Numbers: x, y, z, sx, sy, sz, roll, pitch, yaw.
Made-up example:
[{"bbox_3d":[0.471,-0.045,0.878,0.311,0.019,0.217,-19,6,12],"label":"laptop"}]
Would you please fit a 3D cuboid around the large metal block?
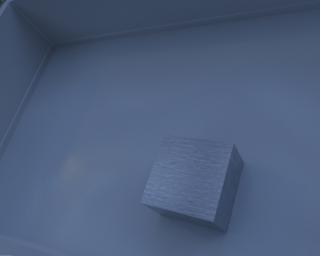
[{"bbox_3d":[0.037,0.058,0.334,0.080,0.050,0.080,7,65,30],"label":"large metal block"}]
